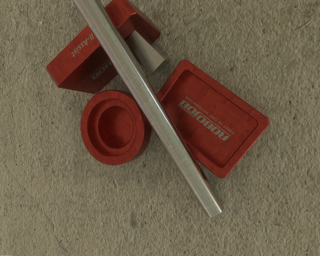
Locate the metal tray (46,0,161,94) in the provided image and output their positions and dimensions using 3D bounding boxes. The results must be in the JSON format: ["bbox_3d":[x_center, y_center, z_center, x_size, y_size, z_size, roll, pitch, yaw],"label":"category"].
[{"bbox_3d":[-0.069,-0.100,0.398,0.130,0.090,0.030,-39,78,15],"label":"metal tray"}]

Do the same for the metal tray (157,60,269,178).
[{"bbox_3d":[0.056,-0.012,0.387,0.130,0.030,0.090,39,102,15],"label":"metal tray"}]

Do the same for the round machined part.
[{"bbox_3d":[-0.054,-0.001,0.415,0.098,0.042,0.097,2,94,25],"label":"round machined part"}]

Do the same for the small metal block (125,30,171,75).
[{"bbox_3d":[-0.015,-0.096,0.396,0.050,0.050,0.025,45,107,-1],"label":"small metal block"}]

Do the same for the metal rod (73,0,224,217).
[{"bbox_3d":[-0.008,-0.021,0.355,0.025,0.025,0.299,-28,103,18],"label":"metal rod"}]
